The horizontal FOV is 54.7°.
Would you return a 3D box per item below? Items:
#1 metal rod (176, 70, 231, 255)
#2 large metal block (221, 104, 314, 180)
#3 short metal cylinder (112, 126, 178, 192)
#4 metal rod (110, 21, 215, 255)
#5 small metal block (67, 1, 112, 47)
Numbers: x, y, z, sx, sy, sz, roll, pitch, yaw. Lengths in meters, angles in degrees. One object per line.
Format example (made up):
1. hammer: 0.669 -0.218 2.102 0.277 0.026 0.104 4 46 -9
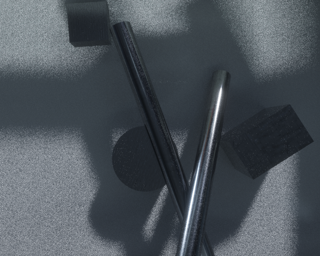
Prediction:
1. metal rod: 0.047 0.061 0.350 0.025 0.025 0.300 15 65 0
2. large metal block: 0.125 0.015 0.386 0.080 0.080 0.050 -32 90 0
3. short metal cylinder: -0.018 0.037 0.399 0.081 0.050 0.079 0 90 -1
4. metal rod: 0.005 0.022 0.361 0.025 0.025 0.299 -20 90 0
5. small metal block: -0.093 -0.137 0.410 0.050 0.025 0.050 -4 90 -1
